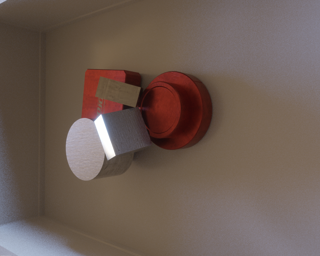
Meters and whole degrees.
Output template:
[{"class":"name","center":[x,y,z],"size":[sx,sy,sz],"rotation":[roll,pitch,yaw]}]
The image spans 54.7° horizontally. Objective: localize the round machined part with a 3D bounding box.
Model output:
[{"class":"round machined part","center":[0.011,-0.022,0.382],"size":[0.098,0.042,0.097],"rotation":[0,90,39]}]

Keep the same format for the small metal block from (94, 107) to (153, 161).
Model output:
[{"class":"small metal block","center":[-0.044,0.006,0.372],"size":[0.025,0.050,0.050],"rotation":[-33,76,55]}]

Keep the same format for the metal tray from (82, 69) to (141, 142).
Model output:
[{"class":"metal tray","center":[-0.076,-0.020,0.459],"size":[0.090,0.030,0.129],"rotation":[10,96,39]}]

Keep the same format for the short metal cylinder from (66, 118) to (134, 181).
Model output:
[{"class":"short metal cylinder","center":[-0.081,0.027,0.413],"size":[0.080,0.050,0.079],"rotation":[0,90,39]}]

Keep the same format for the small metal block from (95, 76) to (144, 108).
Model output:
[{"class":"small metal block","center":[-0.049,-0.045,0.393],"size":[0.050,0.050,0.025],"rotation":[16,96,1]}]
